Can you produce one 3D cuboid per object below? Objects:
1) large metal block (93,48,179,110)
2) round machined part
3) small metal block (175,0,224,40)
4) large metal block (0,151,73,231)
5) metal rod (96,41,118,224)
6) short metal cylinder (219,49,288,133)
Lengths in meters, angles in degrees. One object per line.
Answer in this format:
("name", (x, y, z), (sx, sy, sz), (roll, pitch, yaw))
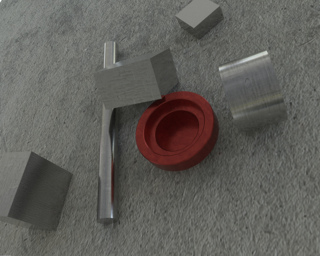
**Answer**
("large metal block", (-0.029, -0.068, 0.418), (0.080, 0.050, 0.080), (-9, 19, 23))
("round machined part", (0.024, 0.007, 0.375), (0.098, 0.042, 0.098), (-13, 56, 20))
("small metal block", (0.061, -0.170, 0.476), (0.050, 0.025, 0.050), (-41, 51, 0))
("large metal block", (-0.170, 0.084, 0.404), (0.050, 0.080, 0.080), (-5, 60, 25))
("metal rod", (-0.073, -0.015, 0.449), (0.025, 0.025, 0.299), (-17, 55, 18))
("short metal cylinder", (0.102, -0.039, 0.339), (0.050, 0.080, 0.080), (-17, 55, 18))
